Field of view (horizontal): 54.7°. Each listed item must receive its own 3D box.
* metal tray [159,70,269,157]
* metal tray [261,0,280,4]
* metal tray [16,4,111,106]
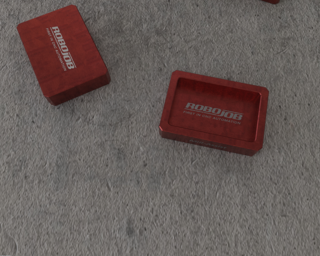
[{"bbox_3d":[0.071,-0.021,0.413,0.131,0.030,0.090,12,70,4],"label":"metal tray"},{"bbox_3d":[0.143,-0.261,0.501,0.131,0.030,0.090,20,71,7],"label":"metal tray"},{"bbox_3d":[-0.138,-0.106,0.443,0.091,0.030,0.130,-25,72,-9],"label":"metal tray"}]
